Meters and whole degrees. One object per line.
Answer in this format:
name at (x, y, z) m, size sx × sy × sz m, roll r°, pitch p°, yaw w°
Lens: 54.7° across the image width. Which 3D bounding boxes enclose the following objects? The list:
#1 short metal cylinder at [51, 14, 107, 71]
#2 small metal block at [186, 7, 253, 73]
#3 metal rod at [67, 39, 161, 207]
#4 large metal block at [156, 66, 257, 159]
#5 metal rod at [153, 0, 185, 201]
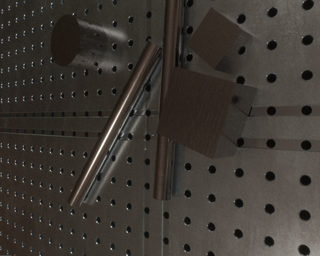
short metal cylinder at (-0.131, -0.136, 0.499) m, size 0.080 × 0.050 × 0.079 m, roll 0°, pitch 90°, yaw 39°
small metal block at (0.067, -0.100, 0.353) m, size 0.050 × 0.025 × 0.050 m, roll 50°, pitch 119°, yaw 28°
metal rod at (-0.074, 0.007, 0.468) m, size 0.025 × 0.025 × 0.298 m, roll 45°, pitch 116°, yaw 30°
large metal block at (0.051, -0.019, 0.350) m, size 0.080 × 0.050 × 0.079 m, roll 24°, pitch 105°, yaw 37°
metal rod at (0.013, -0.057, 0.396) m, size 0.025 × 0.025 × 0.298 m, roll 6°, pitch 94°, yaw 39°
